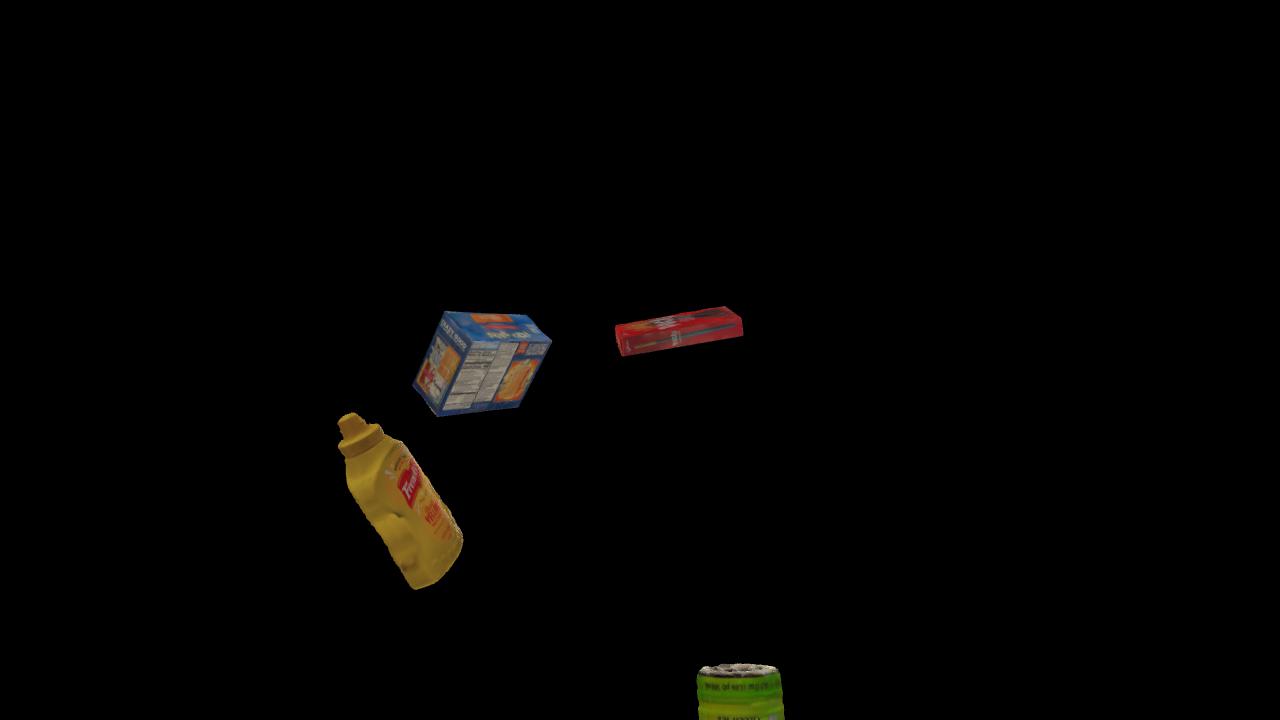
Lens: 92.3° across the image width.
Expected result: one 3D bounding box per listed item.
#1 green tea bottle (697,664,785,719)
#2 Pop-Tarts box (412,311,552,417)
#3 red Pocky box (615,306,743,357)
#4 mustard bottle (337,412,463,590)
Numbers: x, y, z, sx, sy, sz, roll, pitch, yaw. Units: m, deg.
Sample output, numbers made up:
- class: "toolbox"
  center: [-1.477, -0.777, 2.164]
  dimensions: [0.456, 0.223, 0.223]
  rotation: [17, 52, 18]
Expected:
- class: "green tea bottle"
  center: [0.084, 0.353, 0.473]
  dimensions: [0.073, 0.212, 0.073]
  rotation: [-2, -19, -1]
- class: "Pop-Tarts box"
  center: [-0.245, 0.004, 0.966]
  dimensions: [0.083, 0.141, 0.167]
  rotation: [41, 24, 26]
- class: "red Pocky box"
  center: [0.047, -0.038, 0.786]
  dimensions: [0.155, 0.028, 0.083]
  rotation: [-10, 16, -4]
- class: "mustard bottle"
  center: [-0.248, 0.133, 0.620]
  dimensions: [0.054, 0.184, 0.092]
  rotation: [-21, 17, 14]
